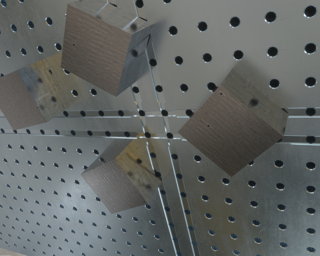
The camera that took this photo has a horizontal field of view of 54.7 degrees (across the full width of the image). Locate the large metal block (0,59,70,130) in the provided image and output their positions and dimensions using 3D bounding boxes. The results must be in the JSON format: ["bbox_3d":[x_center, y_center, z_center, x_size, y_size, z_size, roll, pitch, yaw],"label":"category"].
[{"bbox_3d":[-0.199,-0.048,0.467,0.080,0.050,0.080,-10,113,32],"label":"large metal block"}]

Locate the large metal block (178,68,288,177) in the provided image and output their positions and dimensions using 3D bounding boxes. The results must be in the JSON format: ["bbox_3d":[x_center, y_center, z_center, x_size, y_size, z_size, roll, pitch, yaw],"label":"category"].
[{"bbox_3d":[0.081,-0.005,0.349,0.080,0.050,0.080,40,129,0],"label":"large metal block"}]

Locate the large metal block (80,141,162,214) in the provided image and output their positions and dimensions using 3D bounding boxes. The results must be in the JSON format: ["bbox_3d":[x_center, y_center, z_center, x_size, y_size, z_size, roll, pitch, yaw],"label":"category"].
[{"bbox_3d":[-0.058,0.077,0.471,0.080,0.050,0.080,-26,105,36],"label":"large metal block"}]

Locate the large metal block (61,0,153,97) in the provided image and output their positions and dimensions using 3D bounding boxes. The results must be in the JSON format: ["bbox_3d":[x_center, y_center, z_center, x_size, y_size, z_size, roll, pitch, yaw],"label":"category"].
[{"bbox_3d":[-0.065,-0.097,0.368,0.080,0.050,0.079,28,128,9],"label":"large metal block"}]
